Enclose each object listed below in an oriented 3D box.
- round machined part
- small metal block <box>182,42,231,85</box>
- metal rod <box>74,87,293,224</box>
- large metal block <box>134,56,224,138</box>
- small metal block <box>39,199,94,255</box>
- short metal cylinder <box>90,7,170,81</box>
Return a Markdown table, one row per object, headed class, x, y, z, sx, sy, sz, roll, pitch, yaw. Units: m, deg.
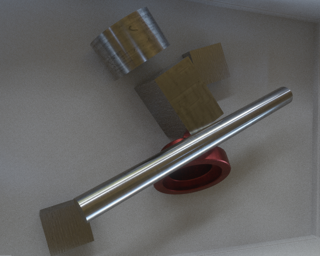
| class | x | y | z | sx | sy | sz | roll | pitch | yaw |
| --- | --- | --- | --- | --- | --- | --- | --- | --- | --- |
| round machined part | 0.037 | 0.046 | 0.397 | 0.099 | 0.097 | 0.042 | 2 | 55 | -21 |
| small metal block | 0.065 | -0.087 | 0.436 | 0.050 | 0.025 | 0.050 | -20 | 97 | -19 |
| metal rod | 0.049 | 0.015 | 0.345 | 0.302 | 0.025 | 0.025 | -26 | 99 | -29 |
| large metal block | 0.021 | -0.035 | 0.390 | 0.050 | 0.080 | 0.080 | -38 | 102 | -17 |
| small metal block | -0.111 | 0.116 | 0.370 | 0.050 | 0.025 | 0.050 | -15 | 95 | -20 |
| short metal cylinder | -0.035 | -0.099 | 0.369 | 0.080 | 0.080 | 0.050 | -37 | 102 | -16 |
